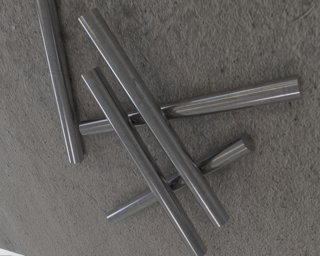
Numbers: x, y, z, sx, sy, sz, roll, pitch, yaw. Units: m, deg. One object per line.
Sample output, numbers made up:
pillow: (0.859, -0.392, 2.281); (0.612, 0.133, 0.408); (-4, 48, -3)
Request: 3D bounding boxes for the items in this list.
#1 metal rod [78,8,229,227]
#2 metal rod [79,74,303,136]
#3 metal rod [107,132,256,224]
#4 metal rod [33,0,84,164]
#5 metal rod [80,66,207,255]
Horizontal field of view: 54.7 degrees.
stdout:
metal rod: (0.000, -0.002, 0.371); (0.025, 0.025, 0.299); (-23, 106, 36)
metal rod: (0.013, -0.020, 0.386); (0.300, 0.025, 0.025); (-9, 114, 32)
metal rod: (0.010, 0.087, 0.454); (0.025, 0.025, 0.299); (48, 129, -6)
metal rod: (-0.141, -0.076, 0.433); (0.025, 0.025, 0.298); (12, 124, 21)
metal rod: (-0.014, 0.056, 0.414); (0.025, 0.025, 0.299); (-19, 109, 35)
